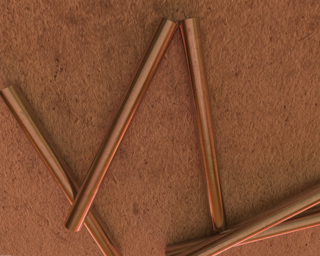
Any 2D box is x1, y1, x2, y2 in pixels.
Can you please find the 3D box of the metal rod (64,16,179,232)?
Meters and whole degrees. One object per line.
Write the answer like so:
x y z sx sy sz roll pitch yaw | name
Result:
-0.055 0.005 0.396 0.025 0.025 0.298 25 103 -9 | metal rod

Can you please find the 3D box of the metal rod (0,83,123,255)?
-0.131 0.077 0.436 0.025 0.025 0.299 -23 109 8 | metal rod

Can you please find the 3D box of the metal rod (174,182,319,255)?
0.146 0.135 0.445 0.301 0.025 0.025 -28 108 3 | metal rod

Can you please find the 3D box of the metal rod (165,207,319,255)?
0.155 0.155 0.468 0.301 0.025 0.025 -16 109 6 | metal rod

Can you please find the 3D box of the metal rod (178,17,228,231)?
0.061 0.009 0.413 0.025 0.025 0.298 -10 110 3 | metal rod
